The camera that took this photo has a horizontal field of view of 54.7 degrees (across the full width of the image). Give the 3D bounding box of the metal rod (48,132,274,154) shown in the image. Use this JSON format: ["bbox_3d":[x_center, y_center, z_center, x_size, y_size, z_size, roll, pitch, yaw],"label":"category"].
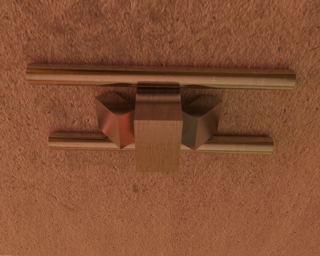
[{"bbox_3d":[0.003,0.021,0.427,0.302,0.025,0.025,1,130,-2],"label":"metal rod"}]

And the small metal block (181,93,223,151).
[{"bbox_3d":[0.050,-0.008,0.385,0.025,0.050,0.050,30,138,30],"label":"small metal block"}]

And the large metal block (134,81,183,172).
[{"bbox_3d":[-0.002,-0.003,0.373,0.050,0.080,0.079,1,130,-1],"label":"large metal block"}]

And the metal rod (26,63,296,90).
[{"bbox_3d":[0.003,-0.059,0.358,0.302,0.025,0.025,1,130,-2],"label":"metal rod"}]

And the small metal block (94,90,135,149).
[{"bbox_3d":[-0.054,-0.011,0.381,0.025,0.050,0.050,-28,139,-30],"label":"small metal block"}]
